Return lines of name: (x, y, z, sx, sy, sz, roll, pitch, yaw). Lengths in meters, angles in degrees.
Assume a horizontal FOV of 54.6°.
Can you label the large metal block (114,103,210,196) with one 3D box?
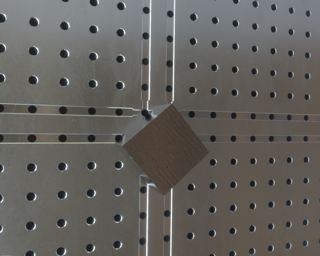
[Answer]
large metal block: (0.001, 0.026, 0.400, 0.080, 0.050, 0.080, -42, 103, -15)
